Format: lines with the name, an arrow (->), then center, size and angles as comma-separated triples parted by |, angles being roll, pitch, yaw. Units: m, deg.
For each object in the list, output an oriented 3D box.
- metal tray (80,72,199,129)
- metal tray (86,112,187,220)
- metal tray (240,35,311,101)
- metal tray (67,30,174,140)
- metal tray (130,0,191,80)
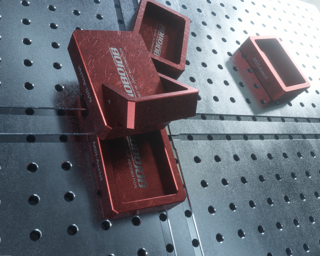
metal tray -> -0.029, -0.043, 0.368 | 0.091, 0.030, 0.130 | -13, 30, -34
metal tray -> -0.030, 0.034, 0.368 | 0.091, 0.030, 0.130 | -3, 63, -30
metal tray -> 0.223, -0.120, 0.601 | 0.091, 0.030, 0.130 | -14, 69, -34
metal tray -> -0.046, -0.056, 0.369 | 0.091, 0.030, 0.130 | -10, 69, -34
metal tray -> -0.002, -0.143, 0.492 | 0.091, 0.030, 0.130 | 21, 54, -16
